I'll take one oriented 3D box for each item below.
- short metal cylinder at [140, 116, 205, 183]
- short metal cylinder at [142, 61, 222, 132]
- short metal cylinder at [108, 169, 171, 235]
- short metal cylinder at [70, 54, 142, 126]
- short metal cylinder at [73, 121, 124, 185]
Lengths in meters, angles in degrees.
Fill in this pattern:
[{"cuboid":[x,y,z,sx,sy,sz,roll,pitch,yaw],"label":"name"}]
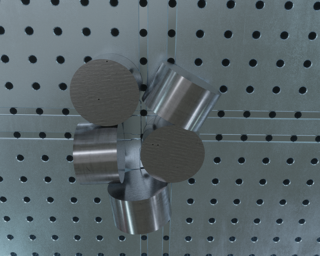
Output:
[{"cuboid":[0.016,0.025,0.409,0.081,0.050,0.079,0,111,-1],"label":"short metal cylinder"},{"cuboid":[0.025,-0.039,0.370,0.080,0.080,0.050,27,107,-10],"label":"short metal cylinder"},{"cuboid":[-0.026,0.097,0.419,0.080,0.080,0.050,-6,111,2],"label":"short metal cylinder"},{"cuboid":[-0.064,-0.048,0.381,0.080,0.050,0.079,0,110,1],"label":"short metal cylinder"},{"cuboid":[-0.075,0.031,0.396,0.050,0.080,0.079,-2,110,0],"label":"short metal cylinder"}]
